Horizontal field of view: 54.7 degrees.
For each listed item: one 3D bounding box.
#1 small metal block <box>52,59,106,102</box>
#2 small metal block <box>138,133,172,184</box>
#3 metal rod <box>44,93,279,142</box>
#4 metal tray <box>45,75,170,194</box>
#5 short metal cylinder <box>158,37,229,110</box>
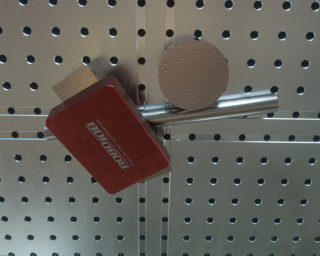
[{"bbox_3d":[-0.096,-0.057,0.377,0.050,0.050,0.025,-30,108,10],"label":"small metal block"},{"bbox_3d":[-0.016,0.042,0.427,0.050,0.025,0.050,-22,109,7],"label":"small metal block"},{"bbox_3d":[0.000,-0.014,0.409,0.302,0.025,0.025,-7,110,2],"label":"metal rod"},{"bbox_3d":[-0.058,0.013,0.373,0.090,0.030,0.130,-29,119,10],"label":"metal tray"},{"bbox_3d":[0.038,-0.067,0.375,0.081,0.050,0.079,0,110,-1],"label":"short metal cylinder"}]
